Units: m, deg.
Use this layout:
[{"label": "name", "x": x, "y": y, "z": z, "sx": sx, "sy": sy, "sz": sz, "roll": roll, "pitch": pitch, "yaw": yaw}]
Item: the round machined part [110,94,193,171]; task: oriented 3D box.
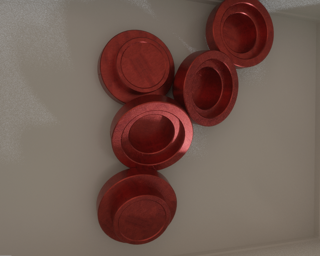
[{"label": "round machined part", "x": -0.012, "y": 0.003, "z": 0.382, "sx": 0.099, "sy": 0.042, "sz": 0.097, "roll": -7, "pitch": 121, "yaw": -11}]

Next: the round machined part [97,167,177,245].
[{"label": "round machined part", "x": -0.026, "y": 0.101, "z": 0.377, "sx": 0.099, "sy": 0.042, "sz": 0.097, "roll": -6, "pitch": 111, "yaw": -15}]

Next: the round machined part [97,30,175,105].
[{"label": "round machined part", "x": -0.026, "y": -0.076, "z": 0.391, "sx": 0.099, "sy": 0.042, "sz": 0.097, "roll": 0, "pitch": 90, "yaw": -20}]

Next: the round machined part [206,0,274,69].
[{"label": "round machined part", "x": 0.108, "y": -0.133, "z": 0.439, "sx": 0.099, "sy": 0.042, "sz": 0.097, "roll": -1, "pitch": 93, "yaw": -20}]

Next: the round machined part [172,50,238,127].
[{"label": "round machined part", "x": 0.056, "y": -0.053, "z": 0.412, "sx": 0.099, "sy": 0.042, "sz": 0.097, "roll": -8, "pitch": 104, "yaw": -35}]
